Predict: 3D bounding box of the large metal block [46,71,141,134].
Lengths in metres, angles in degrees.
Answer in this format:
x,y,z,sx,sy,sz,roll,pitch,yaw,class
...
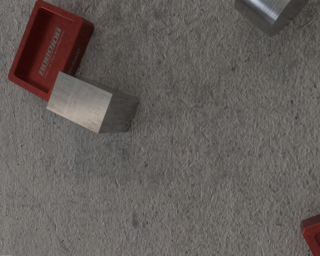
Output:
x,y,z,sx,sy,sz,roll,pitch,yaw,class
-0.085,-0.032,0.410,0.080,0.080,0.050,24,98,18,large metal block

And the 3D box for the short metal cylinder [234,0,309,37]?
x,y,z,sx,sy,sz,roll,pitch,yaw,class
0.128,-0.147,0.335,0.050,0.080,0.080,45,104,14,short metal cylinder

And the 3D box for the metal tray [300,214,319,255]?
x,y,z,sx,sy,sz,roll,pitch,yaw,class
0.231,0.121,0.324,0.130,0.030,0.090,-28,81,17,metal tray

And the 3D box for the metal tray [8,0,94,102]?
x,y,z,sx,sy,sz,roll,pitch,yaw,class
-0.164,-0.113,0.464,0.090,0.030,0.129,28,99,17,metal tray
